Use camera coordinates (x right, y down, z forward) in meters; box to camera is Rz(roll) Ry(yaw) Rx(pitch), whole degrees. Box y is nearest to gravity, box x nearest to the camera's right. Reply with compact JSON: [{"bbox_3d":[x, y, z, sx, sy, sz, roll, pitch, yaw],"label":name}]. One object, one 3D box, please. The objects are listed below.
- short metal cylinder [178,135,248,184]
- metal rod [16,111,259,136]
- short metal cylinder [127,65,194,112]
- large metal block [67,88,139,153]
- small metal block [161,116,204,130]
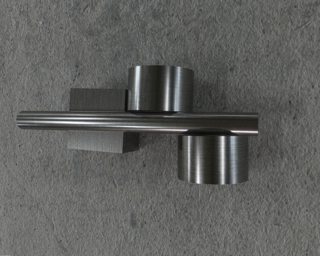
[{"bbox_3d":[0.061,0.033,0.359,0.080,0.080,0.050,0,90,19],"label":"short metal cylinder"},{"bbox_3d":[-0.041,-0.007,0.369,0.301,0.025,0.025,1,91,18],"label":"metal rod"},{"bbox_3d":[0.001,-0.045,0.381,0.080,0.080,0.050,2,91,19],"label":"short metal cylinder"},{"bbox_3d":[-0.074,-0.011,0.418,0.080,0.050,0.079,3,91,19],"label":"large metal block"},{"bbox_3d":[0.034,-0.005,0.383,0.050,0.050,0.025,1,91,19],"label":"small metal block"}]
